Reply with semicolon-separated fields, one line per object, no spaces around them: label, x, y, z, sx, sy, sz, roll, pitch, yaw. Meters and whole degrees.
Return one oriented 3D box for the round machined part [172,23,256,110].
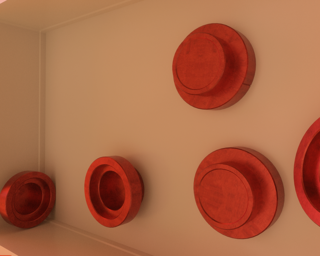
round machined part;0.053;-0.069;0.351;0.098;0.042;0.097;0;90;39

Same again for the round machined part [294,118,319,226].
round machined part;0.157;0.035;0.246;0.098;0.042;0.097;-168;89;-77

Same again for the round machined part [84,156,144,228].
round machined part;-0.061;0.088;0.444;0.098;0.042;0.097;0;90;39

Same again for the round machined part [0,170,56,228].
round machined part;-0.240;0.124;0.551;0.042;0.099;0.097;1;91;33

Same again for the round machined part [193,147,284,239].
round machined part;0.076;0.070;0.332;0.098;0.042;0.097;0;90;39
